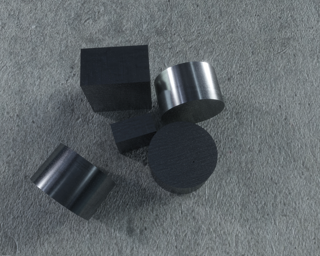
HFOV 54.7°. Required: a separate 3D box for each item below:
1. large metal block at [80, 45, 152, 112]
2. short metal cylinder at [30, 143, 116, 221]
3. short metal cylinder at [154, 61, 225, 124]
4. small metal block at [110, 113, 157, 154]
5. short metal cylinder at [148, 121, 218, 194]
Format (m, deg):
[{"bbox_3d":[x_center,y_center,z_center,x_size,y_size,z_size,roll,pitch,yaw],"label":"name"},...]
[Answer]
[{"bbox_3d":[-0.053,-0.061,0.401,0.081,0.080,0.050,-4,70,-2],"label":"large metal block"},{"bbox_3d":[-0.098,0.061,0.356,0.080,0.080,0.050,33,74,11],"label":"short metal cylinder"},{"bbox_3d":[0.036,-0.041,0.394,0.081,0.080,0.050,-10,71,-4],"label":"short metal cylinder"},{"bbox_3d":[-0.032,0.008,0.392,0.050,0.050,0.025,-17,71,-6],"label":"small metal block"},{"bbox_3d":[0.026,0.038,0.381,0.081,0.050,0.080,0,70,0],"label":"short metal cylinder"}]
